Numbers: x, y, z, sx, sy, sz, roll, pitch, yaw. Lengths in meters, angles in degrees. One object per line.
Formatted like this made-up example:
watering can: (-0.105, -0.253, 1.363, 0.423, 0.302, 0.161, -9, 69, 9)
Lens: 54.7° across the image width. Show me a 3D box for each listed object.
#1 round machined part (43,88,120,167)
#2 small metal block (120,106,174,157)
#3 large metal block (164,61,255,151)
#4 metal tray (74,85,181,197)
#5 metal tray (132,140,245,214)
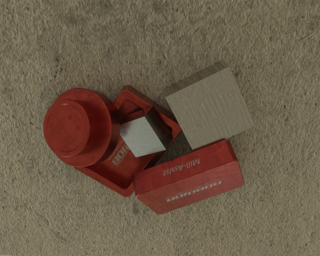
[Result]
round machined part: (-0.102, 0.000, 0.378, 0.098, 0.042, 0.097, 1, 91, 24)
small metal block: (-0.020, 0.006, 0.388, 0.050, 0.025, 0.050, -17, 114, 36)
large metal block: (0.060, -0.028, 0.388, 0.080, 0.050, 0.080, -25, 108, 9)
metal tray: (-0.044, 0.020, 0.414, 0.090, 0.030, 0.129, 33, 107, -12)
metal tray: (0.040, 0.069, 0.410, 0.130, 0.030, 0.090, -21, 145, 8)
